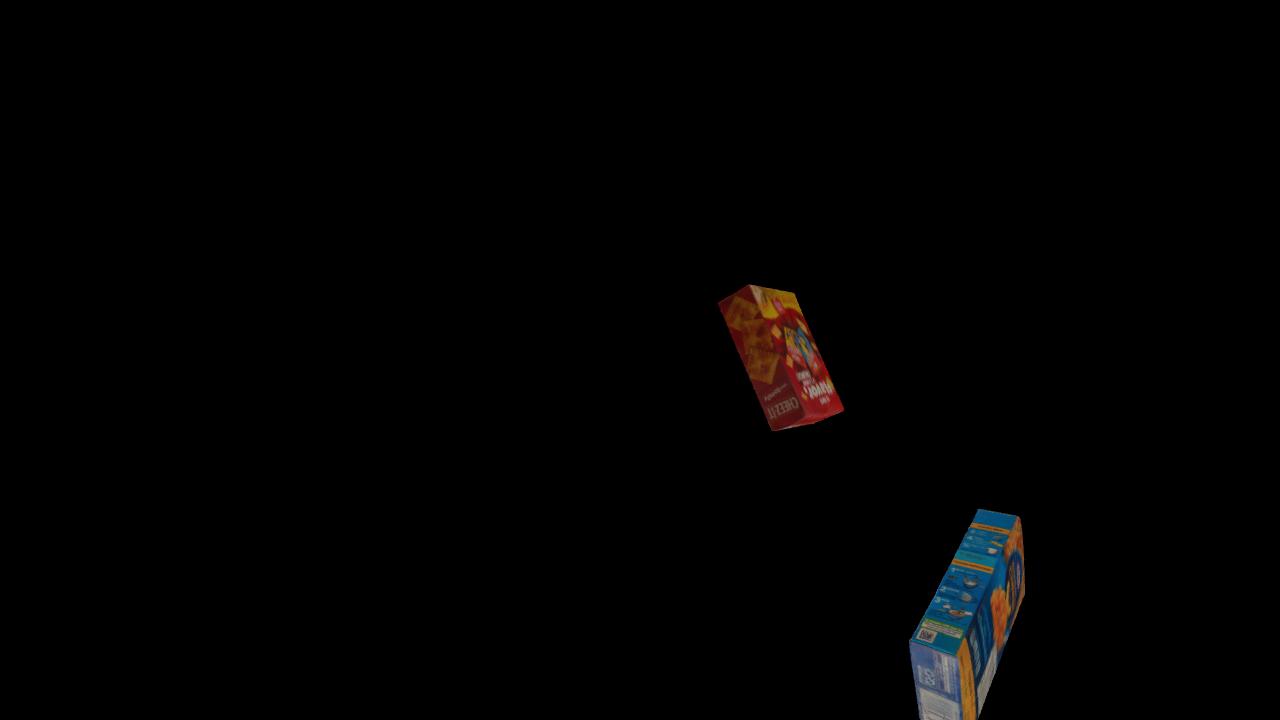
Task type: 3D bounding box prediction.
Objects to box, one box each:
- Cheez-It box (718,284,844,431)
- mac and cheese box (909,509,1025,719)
[{"bbox_3d":[0.229,-0.004,0.984,0.071,0.223,0.166,-31,-18,34],"label":"Cheez-It box"},{"bbox_3d":[0.282,0.216,0.520,0.041,0.093,0.184,2,24,44],"label":"mac and cheese box"}]
